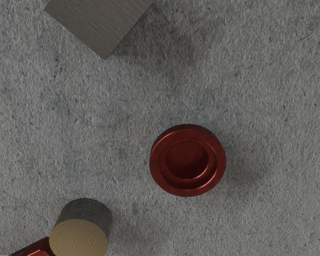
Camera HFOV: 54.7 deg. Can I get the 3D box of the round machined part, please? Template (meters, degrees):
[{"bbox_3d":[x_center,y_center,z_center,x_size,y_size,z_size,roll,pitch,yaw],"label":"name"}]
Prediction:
[{"bbox_3d":[0.036,0.040,0.416,0.099,0.042,0.097,0,110,0],"label":"round machined part"}]

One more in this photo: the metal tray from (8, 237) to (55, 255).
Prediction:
[{"bbox_3d":[-0.207,0.238,0.492,0.130,0.030,0.090,-28,108,9],"label":"metal tray"}]

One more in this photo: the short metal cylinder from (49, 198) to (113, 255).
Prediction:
[{"bbox_3d":[-0.112,0.150,0.451,0.081,0.050,0.079,0,110,0],"label":"short metal cylinder"}]

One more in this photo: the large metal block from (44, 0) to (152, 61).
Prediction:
[{"bbox_3d":[-0.065,-0.136,0.346,0.080,0.050,0.080,40,105,-14],"label":"large metal block"}]
